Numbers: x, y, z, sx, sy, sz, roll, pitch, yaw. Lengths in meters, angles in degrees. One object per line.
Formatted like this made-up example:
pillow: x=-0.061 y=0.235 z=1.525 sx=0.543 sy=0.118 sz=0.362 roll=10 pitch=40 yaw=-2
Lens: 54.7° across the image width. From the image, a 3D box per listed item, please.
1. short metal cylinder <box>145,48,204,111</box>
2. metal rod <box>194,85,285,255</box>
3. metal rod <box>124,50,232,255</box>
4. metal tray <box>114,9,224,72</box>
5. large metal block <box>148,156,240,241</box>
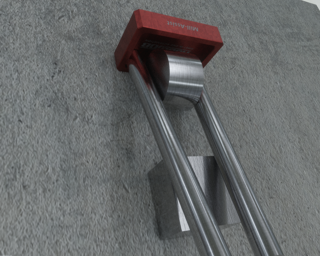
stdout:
short metal cylinder: x=0.015 y=-0.064 z=0.419 sx=0.050 sy=0.080 sz=0.080 roll=2 pitch=61 yaw=-28
metal rod: x=0.070 y=0.011 z=0.378 sx=0.025 sy=0.025 sz=0.300 roll=8 pitch=43 yaw=-24
metal rod: x=0.007 y=0.009 z=0.346 sx=0.025 sy=0.025 sz=0.300 roll=2 pitch=46 yaw=-28
metal tray: x=0.011 y=-0.112 z=0.439 sx=0.131 sy=0.090 sz=0.030 roll=2 pitch=61 yaw=-28
large metal block: x=0.039 y=0.080 z=0.361 sx=0.081 sy=0.050 sz=0.080 roll=2 pitch=61 yaw=-28
